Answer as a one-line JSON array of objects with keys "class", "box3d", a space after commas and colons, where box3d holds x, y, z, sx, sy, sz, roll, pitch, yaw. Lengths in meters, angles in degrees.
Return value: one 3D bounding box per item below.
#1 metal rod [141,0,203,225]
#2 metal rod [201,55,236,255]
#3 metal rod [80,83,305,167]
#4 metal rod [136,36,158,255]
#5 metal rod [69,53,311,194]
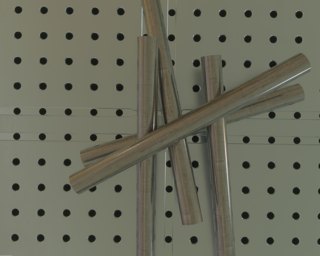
[{"class": "metal rod", "box3d": [0.012, -0.032, 0.392, 0.025, 0.025, 0.299, -10, 82, 0]}, {"class": "metal rod", "box3d": [0.077, 0.060, 0.396, 0.025, 0.025, 0.298, -6, 97, 0]}, {"class": "metal rod", "box3d": [0.043, -0.003, 0.413, 0.301, 0.025, 0.025, -17, 90, 0]}, {"class": "metal rod", "box3d": [-0.017, 0.040, 0.390, 0.025, 0.025, 0.298, 1, 99, 0]}, {"class": "metal rod", "box3d": [0.033, -0.004, 0.360, 0.301, 0.025, 0.025, -28, 90, 1]}]
